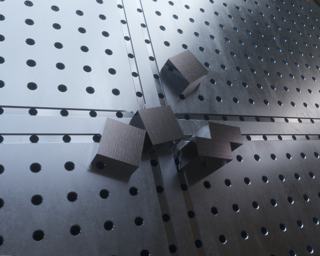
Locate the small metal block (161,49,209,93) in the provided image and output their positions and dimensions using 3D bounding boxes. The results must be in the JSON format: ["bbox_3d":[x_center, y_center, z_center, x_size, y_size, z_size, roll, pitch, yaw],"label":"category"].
[{"bbox_3d":[0.040,-0.089,0.483,0.050,0.025,0.050,-34,81,-38],"label":"small metal block"}]

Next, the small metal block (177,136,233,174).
[{"bbox_3d":[0.057,0.036,0.400,0.050,0.050,0.025,9,58,-23],"label":"small metal block"}]

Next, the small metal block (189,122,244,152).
[{"bbox_3d":[0.075,0.018,0.421,0.050,0.050,0.025,9,58,-23],"label":"small metal block"}]

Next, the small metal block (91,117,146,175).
[{"bbox_3d":[-0.048,0.021,0.369,0.050,0.025,0.050,20,54,-16],"label":"small metal block"}]

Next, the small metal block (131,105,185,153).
[{"bbox_3d":[-0.003,0.000,0.406,0.050,0.025,0.050,-12,68,-33],"label":"small metal block"}]
